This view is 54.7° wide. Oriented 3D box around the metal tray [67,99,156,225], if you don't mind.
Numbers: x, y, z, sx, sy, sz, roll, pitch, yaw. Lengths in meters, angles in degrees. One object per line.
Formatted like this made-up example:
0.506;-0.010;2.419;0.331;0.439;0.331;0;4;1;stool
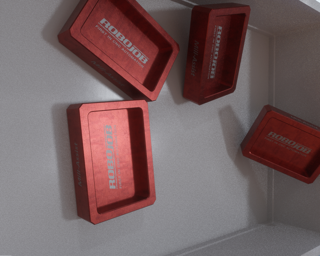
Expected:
-0.053;0.034;0.360;0.091;0.030;0.129;-8;96;-40;metal tray

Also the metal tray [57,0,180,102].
-0.042;-0.101;0.369;0.130;0.030;0.090;37;67;-34;metal tray

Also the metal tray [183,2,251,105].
0.079;-0.105;0.439;0.091;0.030;0.129;-22;128;-38;metal tray

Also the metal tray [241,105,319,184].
0.213;0.028;0.512;0.131;0.030;0.089;24;114;-2;metal tray
